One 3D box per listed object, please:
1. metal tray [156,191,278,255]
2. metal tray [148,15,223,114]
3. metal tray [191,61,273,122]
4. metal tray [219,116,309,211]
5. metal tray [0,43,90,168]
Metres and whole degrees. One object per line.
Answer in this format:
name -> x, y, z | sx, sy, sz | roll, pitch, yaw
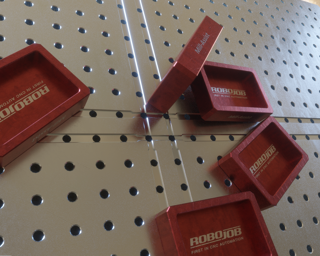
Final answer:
metal tray -> 0.069, 0.129, 0.362 | 0.131, 0.030, 0.090 | -3, 63, -29
metal tray -> 0.037, -0.091, 0.440 | 0.030, 0.090, 0.130 | 34, 51, -6
metal tray -> 0.112, -0.057, 0.491 | 0.131, 0.030, 0.090 | 0, 62, -33
metal tray -> 0.157, 0.047, 0.459 | 0.131, 0.030, 0.090 | -34, 81, -38
metal tray -> -0.154, -0.030, 0.340 | 0.090, 0.030, 0.131 | 43, 51, 1
